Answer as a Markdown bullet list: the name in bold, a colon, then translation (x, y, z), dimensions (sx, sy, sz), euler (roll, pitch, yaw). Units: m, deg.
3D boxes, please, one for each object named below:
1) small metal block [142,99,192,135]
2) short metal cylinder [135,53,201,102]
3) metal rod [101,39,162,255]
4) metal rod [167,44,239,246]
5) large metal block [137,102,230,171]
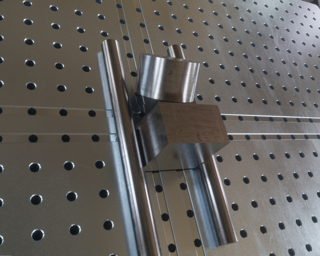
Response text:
- **small metal block**: translation (0.011, -0.013, 0.406), dimensions (0.050, 0.050, 0.025), euler (2, 61, -28)
- **short metal cylinder**: translation (0.010, -0.068, 0.411), dimensions (0.081, 0.050, 0.080), euler (9, 15, -2)
- **metal rod**: translation (-0.039, 0.013, 0.378), dimensions (0.025, 0.025, 0.299), euler (1, 61, -28)
- **metal rod**: translation (0.053, 0.006, 0.432), dimensions (0.025, 0.025, 0.299), euler (2, 61, -27)
- **large metal block**: translation (0.022, 0.013, 0.374), dimensions (0.081, 0.080, 0.050), euler (1, 62, -28)
